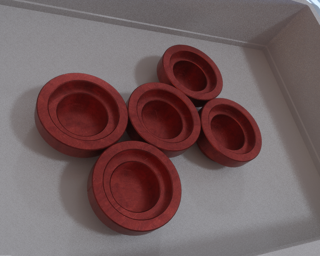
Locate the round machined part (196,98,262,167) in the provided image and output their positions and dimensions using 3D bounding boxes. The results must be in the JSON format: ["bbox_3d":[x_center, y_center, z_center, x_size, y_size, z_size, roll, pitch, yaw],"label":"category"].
[{"bbox_3d":[0.089,0.010,0.433,0.099,0.042,0.098,14,56,-21],"label":"round machined part"}]

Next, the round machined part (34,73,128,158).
[{"bbox_3d":[-0.089,-0.011,0.350,0.099,0.042,0.098,14,56,-21],"label":"round machined part"}]

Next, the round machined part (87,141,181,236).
[{"bbox_3d":[-0.030,0.066,0.334,0.099,0.042,0.098,14,56,-21],"label":"round machined part"}]

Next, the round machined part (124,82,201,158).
[{"bbox_3d":[-0.001,-0.006,0.394,0.099,0.042,0.098,14,56,-21],"label":"round machined part"}]

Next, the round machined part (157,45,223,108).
[{"bbox_3d":[0.040,-0.071,0.456,0.099,0.042,0.098,14,56,-21],"label":"round machined part"}]
